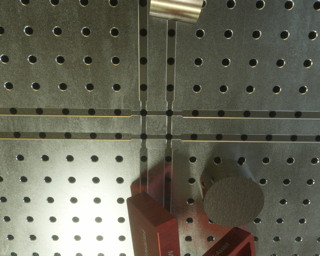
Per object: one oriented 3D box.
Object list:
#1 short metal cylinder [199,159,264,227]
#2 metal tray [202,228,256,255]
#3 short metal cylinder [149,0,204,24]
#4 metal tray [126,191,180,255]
[{"bbox_3d":[0.098,0.090,0.434,0.081,0.050,0.079,0,110,0],"label":"short metal cylinder"},{"bbox_3d":[0.090,0.217,0.450,0.131,0.030,0.089,-26,114,-34],"label":"metal tray"},{"bbox_3d":[0.020,-0.155,0.327,0.050,0.080,0.079,9,110,-4],"label":"short metal cylinder"},{"bbox_3d":[-0.008,0.167,0.438,0.030,0.090,0.129,-16,113,-28],"label":"metal tray"}]
